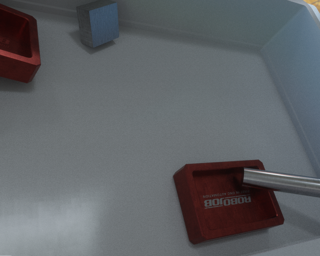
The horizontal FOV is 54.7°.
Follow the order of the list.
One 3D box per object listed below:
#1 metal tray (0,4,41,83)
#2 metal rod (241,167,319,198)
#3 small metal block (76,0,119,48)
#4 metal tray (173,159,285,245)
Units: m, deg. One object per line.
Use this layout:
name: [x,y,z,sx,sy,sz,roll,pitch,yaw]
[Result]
metal tray: [-0.200,-0.105,0.329,0.131,0.030,0.090,13,46,-40]
metal rod: [0.257,0.083,0.390,0.302,0.025,0.025,7,54,7]
small metal block: [-0.085,-0.146,0.430,0.025,0.050,0.050,27,45,28]
metal tray: [0.089,0.090,0.397,0.131,0.030,0.090,0,62,-28]
